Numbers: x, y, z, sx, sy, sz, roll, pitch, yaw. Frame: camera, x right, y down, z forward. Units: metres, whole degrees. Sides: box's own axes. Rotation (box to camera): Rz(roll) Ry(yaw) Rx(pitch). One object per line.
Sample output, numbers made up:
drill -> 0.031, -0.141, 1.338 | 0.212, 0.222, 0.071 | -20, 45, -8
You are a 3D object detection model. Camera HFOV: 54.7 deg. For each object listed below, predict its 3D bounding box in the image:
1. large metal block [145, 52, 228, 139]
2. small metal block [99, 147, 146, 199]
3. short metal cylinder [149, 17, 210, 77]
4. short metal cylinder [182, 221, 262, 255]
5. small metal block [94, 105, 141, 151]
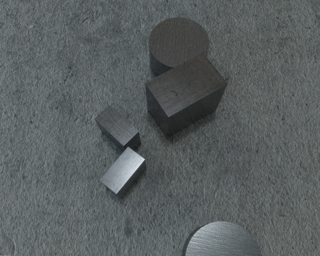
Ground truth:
large metal block -> 0.030, -0.038, 0.393 | 0.080, 0.080, 0.050 | -30, 73, -11
small metal block -> -0.043, 0.056, 0.374 | 0.025, 0.050, 0.050 | 36, 74, 12
short metal cylinder -> 0.025, -0.106, 0.434 | 0.081, 0.050, 0.080 | 0, 70, 0
short metal cylinder -> 0.066, 0.146, 0.342 | 0.081, 0.050, 0.080 | 0, 70, 0
small metal block -> -0.052, 0.005, 0.392 | 0.050, 0.050, 0.025 | 42, 75, 13
